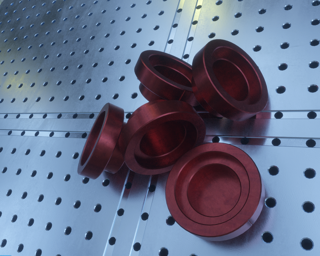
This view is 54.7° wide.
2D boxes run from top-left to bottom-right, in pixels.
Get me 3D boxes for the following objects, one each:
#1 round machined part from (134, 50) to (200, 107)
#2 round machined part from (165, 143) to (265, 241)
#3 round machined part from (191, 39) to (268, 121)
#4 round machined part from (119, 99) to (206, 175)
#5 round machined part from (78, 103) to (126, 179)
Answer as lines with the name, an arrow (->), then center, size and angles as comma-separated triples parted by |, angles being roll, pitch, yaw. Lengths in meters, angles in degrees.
round machined part -> 0.012, -0.057, 0.401 | 0.098, 0.099, 0.042 | 57, 130, 38
round machined part -> 0.059, 0.068, 0.324 | 0.098, 0.042, 0.098 | -13, 56, 20
round machined part -> 0.076, -0.052, 0.364 | 0.042, 0.099, 0.098 | -38, 41, 48
round machined part -> 0.000, 0.006, 0.357 | 0.098, 0.098, 0.042 | -34, 49, 5
round machined part -> -0.066, 0.020, 0.398 | 0.097, 0.042, 0.098 | -53, 23, 35
